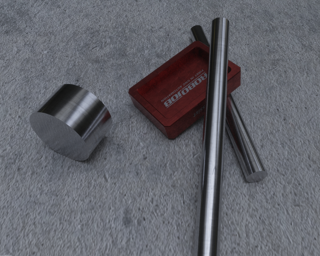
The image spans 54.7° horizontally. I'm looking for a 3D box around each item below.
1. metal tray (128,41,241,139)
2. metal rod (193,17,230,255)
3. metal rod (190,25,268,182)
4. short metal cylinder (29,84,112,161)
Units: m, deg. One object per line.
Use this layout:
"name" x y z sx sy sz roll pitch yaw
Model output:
"metal tray" 0.034 -0.056 0.426 0.130 0.030 0.090 -38 57 -12
"metal rod" 0.063 -0.007 0.360 0.025 0.025 0.299 6 65 5
"metal rod" 0.088 -0.057 0.451 0.025 0.025 0.300 -7 50 -6
"short metal cylinder" -0.105 -0.006 0.372 0.080 0.080 0.050 20 53 16
